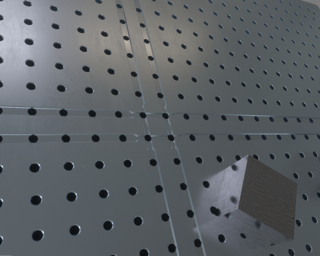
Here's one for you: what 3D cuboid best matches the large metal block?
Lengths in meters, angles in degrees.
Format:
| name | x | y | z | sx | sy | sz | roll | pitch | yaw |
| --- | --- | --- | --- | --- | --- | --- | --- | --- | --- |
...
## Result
| name | x | y | z | sx | sy | sz | roll | pitch | yaw |
| --- | --- | --- | --- | --- | --- | --- | --- | --- | --- |
| large metal block | 0.125 | 0.095 | 0.402 | 0.080 | 0.050 | 0.080 | 31 | 52 | -9 |
